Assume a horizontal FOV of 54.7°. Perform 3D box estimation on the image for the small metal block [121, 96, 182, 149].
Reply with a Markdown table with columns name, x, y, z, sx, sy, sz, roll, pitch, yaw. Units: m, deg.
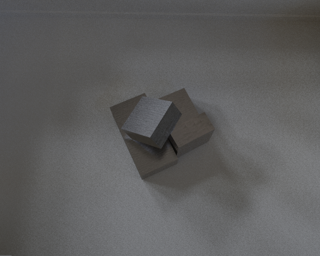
| name | x | y | z | sx | sy | sz | roll | pitch | yaw |
| --- | --- | --- | --- | --- | --- | --- | --- | --- | --- |
| small metal block | -0.010 | -0.008 | 0.371 | 0.050 | 0.025 | 0.050 | 15 | 66 | 42 |

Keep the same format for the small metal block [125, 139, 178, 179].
| name | x | y | z | sx | sy | sz | roll | pitch | yaw |
| --- | --- | --- | --- | --- | --- | --- | --- | --- | --- |
| small metal block | -0.011 | 0.031 | 0.397 | 0.050 | 0.025 | 0.050 | -24 | 72 | -9 |

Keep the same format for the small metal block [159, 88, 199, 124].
| name | x | y | z | sx | sy | sz | roll | pitch | yaw |
| --- | --- | --- | --- | --- | --- | --- | --- | --- | --- |
| small metal block | 0.020 | -0.019 | 0.415 | 0.050 | 0.025 | 0.050 | -24 | 72 | -9 |

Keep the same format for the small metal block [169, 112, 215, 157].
| name | x | y | z | sx | sy | sz | roll | pitch | yaw |
| --- | --- | --- | --- | --- | --- | --- | --- | --- | --- |
| small metal block | 0.037 | 0.010 | 0.391 | 0.050 | 0.050 | 0.025 | -27 | 73 | -10 |

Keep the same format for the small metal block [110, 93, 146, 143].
| name | x | y | z | sx | sy | sz | roll | pitch | yaw |
| --- | --- | --- | --- | --- | --- | --- | --- | --- | --- |
| small metal block | -0.032 | -0.011 | 0.412 | 0.050 | 0.025 | 0.050 | -24 | 72 | -9 |
